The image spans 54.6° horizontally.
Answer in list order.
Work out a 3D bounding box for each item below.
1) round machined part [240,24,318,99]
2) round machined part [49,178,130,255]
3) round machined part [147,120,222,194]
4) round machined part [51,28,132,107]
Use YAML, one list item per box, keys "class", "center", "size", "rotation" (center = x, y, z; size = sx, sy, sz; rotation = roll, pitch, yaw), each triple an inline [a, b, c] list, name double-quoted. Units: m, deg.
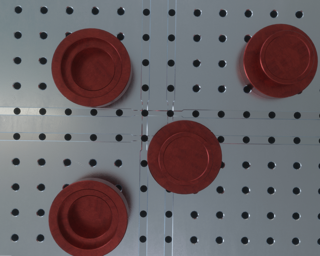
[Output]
- class: "round machined part"
  center: [0.159, -0.088, 0.406]
  size: [0.099, 0.042, 0.097]
  rotation: [0, 90, 0]
- class: "round machined part"
  center: [-0.089, 0.113, 0.404]
  size: [0.099, 0.042, 0.097]
  rotation: [0, 90, 0]
- class: "round machined part"
  center: [0.032, 0.038, 0.405]
  size: [0.099, 0.042, 0.097]
  rotation: [0, 90, 0]
- class: "round machined part"
  center: [-0.085, -0.075, 0.404]
  size: [0.099, 0.042, 0.097]
  rotation: [0, 90, 0]
